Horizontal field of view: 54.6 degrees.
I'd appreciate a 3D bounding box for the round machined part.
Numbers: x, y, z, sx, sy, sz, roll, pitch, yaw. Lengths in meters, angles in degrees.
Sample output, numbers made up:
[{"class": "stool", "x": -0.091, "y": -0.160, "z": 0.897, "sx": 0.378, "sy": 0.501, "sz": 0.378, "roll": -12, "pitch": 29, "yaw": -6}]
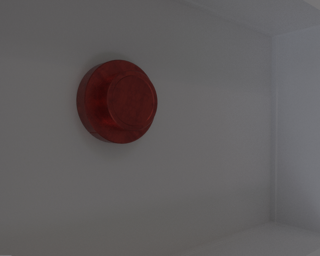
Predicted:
[{"class": "round machined part", "x": -0.042, "y": -0.030, "z": 0.360, "sx": 0.099, "sy": 0.042, "sz": 0.097, "roll": 0, "pitch": 90, "yaw": -40}]
